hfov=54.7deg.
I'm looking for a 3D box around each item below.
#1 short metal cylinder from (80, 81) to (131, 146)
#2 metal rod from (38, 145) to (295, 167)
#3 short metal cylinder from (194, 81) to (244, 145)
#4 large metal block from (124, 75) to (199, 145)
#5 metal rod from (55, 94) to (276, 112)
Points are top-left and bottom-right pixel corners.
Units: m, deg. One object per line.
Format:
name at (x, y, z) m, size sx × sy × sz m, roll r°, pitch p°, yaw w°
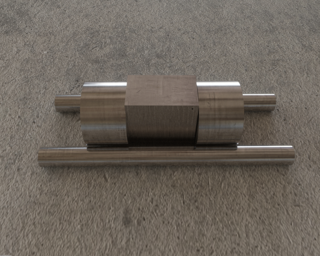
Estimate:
short metal cylinder at (-0.064, -0.018, 0.383) m, size 0.050 × 0.080 × 0.080 m, roll -1°, pitch 50°, yaw -1°
metal rod at (0.008, 0.034, 0.376) m, size 0.302 × 0.025 × 0.025 m, roll 0°, pitch 50°, yaw -1°
short metal cylinder at (0.068, -0.018, 0.384) m, size 0.050 × 0.080 × 0.080 m, roll -1°, pitch 50°, yaw -1°
large metal block at (0.002, -0.018, 0.381) m, size 0.081 × 0.080 × 0.050 m, roll 0°, pitch 50°, yaw 0°
metal rod at (0.008, -0.035, 0.434) m, size 0.302 × 0.025 × 0.025 m, roll 0°, pitch 50°, yaw -1°
